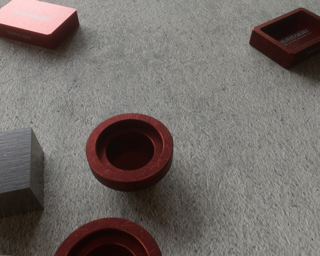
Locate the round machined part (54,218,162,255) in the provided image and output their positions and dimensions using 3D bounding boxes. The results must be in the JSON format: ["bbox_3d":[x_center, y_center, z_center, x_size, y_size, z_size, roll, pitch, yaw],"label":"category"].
[{"bbox_3d":[-0.046,0.135,0.278,0.099,0.042,0.098,0,50,0],"label":"round machined part"}]

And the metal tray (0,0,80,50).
[{"bbox_3d":[-0.226,-0.191,0.558,0.130,0.030,0.090,16,52,13],"label":"metal tray"}]

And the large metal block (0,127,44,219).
[{"bbox_3d":[-0.177,0.052,0.341,0.081,0.050,0.080,-10,51,-9],"label":"large metal block"}]

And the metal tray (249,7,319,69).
[{"bbox_3d":[0.233,-0.159,0.536,0.131,0.030,0.090,-28,56,-22],"label":"metal tray"}]

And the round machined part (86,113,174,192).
[{"bbox_3d":[-0.034,0.032,0.365,0.099,0.042,0.098,0,50,0],"label":"round machined part"}]
